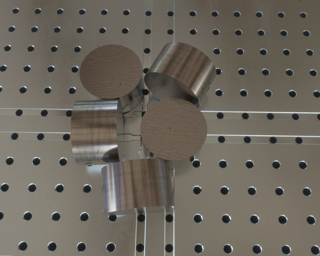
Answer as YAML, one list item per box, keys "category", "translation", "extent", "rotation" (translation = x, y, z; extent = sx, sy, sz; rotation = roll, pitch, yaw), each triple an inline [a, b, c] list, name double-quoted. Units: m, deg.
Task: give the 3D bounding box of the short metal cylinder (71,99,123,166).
- category: "short metal cylinder"
  translation: [-0.074, 0.005, 0.381]
  extent: [0.050, 0.080, 0.080]
  rotation: [-2, 70, -1]

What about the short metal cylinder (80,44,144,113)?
- category: "short metal cylinder"
  translation: [-0.063, -0.065, 0.421]
  extent: [0.080, 0.050, 0.080]
  rotation: [0, 70, 1]

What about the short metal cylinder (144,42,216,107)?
- category: "short metal cylinder"
  translation: [0.026, -0.066, 0.407]
  extent: [0.080, 0.080, 0.050]
  rotation: [27, 72, 9]

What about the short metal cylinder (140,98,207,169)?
- category: "short metal cylinder"
  translation: [0.016, 0.008, 0.395]
  extent: [0.081, 0.050, 0.080]
  rotation: [0, 70, -1]

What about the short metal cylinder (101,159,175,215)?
- category: "short metal cylinder"
  translation: [-0.026, 0.070, 0.356]
  extent: [0.081, 0.080, 0.050]
  rotation: [-6, 71, -2]
